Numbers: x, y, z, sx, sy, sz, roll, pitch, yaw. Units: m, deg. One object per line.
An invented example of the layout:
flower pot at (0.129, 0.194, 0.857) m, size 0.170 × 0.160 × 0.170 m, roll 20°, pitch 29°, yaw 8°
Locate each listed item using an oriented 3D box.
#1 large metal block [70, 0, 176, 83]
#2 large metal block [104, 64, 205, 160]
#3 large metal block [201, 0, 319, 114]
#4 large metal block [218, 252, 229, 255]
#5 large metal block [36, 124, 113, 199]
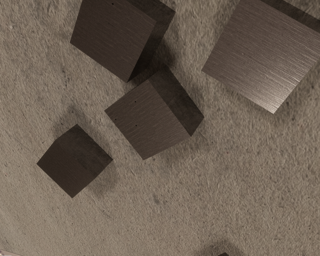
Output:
large metal block at (-0.042, -0.111, 0.343) m, size 0.080 × 0.050 × 0.079 m, roll 36°, pitch 129°, yaw 4°
large metal block at (-0.007, -0.017, 0.382) m, size 0.080 × 0.050 × 0.080 m, roll -30°, pitch 102°, yaw 37°
large metal block at (0.099, -0.074, 0.292) m, size 0.080 × 0.050 × 0.079 m, roll 32°, pitch 128°, yaw 6°
large metal block at (0.101, 0.258, 0.496) m, size 0.080 × 0.050 × 0.080 m, roll 42°, pitch 129°, yaw -1°
large metal block at (-0.136, 0.054, 0.493) m, size 0.080 × 0.050 × 0.080 m, roll 46°, pitch 129°, yaw -4°
